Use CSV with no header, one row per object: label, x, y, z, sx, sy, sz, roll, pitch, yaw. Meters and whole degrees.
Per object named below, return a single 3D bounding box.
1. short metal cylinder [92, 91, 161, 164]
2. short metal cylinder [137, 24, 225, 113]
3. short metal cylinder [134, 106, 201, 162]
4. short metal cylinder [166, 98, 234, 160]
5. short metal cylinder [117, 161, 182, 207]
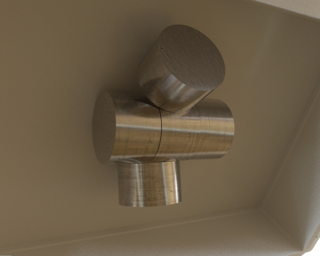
short metal cylinder,-0.040,0.000,0.349,0.050,0.080,0.079,1,118,-29
short metal cylinder,0.023,-0.063,0.335,0.081,0.080,0.050,2,155,-29
short metal cylinder,0.005,0.001,0.374,0.050,0.080,0.079,1,118,-29
short metal cylinder,0.049,0.001,0.398,0.050,0.080,0.079,1,118,-29
short metal cylinder,-0.013,0.069,0.397,0.081,0.080,0.050,0,84,-29
